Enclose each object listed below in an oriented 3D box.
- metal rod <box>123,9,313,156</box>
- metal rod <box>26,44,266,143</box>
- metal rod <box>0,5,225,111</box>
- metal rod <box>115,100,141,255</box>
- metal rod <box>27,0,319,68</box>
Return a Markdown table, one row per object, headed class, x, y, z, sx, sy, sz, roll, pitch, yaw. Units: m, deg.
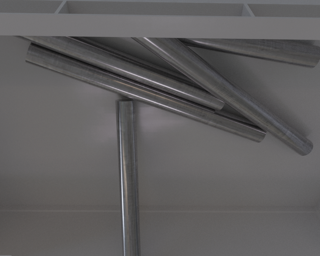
| class | x | y | z | sx | sy | sz | roll | pitch | yaw |
| --- | --- | --- | --- | --- | --- | --- | --- | --- | --- |
| metal rod | 0.088 | -0.036 | 0.360 | 0.301 | 0.025 | 0.025 | 29 | 125 | -30 |
| metal rod | -0.003 | -0.037 | 0.376 | 0.302 | 0.025 | 0.025 | 18 | 128 | -15 |
| metal rod | -0.063 | -0.078 | 0.341 | 0.302 | 0.025 | 0.025 | 18 | 128 | -15 |
| metal rod | -0.040 | 0.111 | 0.414 | 0.025 | 0.025 | 0.298 | -1 | 103 | 0 |
| metal rod | 0.022 | -0.100 | 0.324 | 0.302 | 0.025 | 0.025 | 8 | 130 | -7 |
